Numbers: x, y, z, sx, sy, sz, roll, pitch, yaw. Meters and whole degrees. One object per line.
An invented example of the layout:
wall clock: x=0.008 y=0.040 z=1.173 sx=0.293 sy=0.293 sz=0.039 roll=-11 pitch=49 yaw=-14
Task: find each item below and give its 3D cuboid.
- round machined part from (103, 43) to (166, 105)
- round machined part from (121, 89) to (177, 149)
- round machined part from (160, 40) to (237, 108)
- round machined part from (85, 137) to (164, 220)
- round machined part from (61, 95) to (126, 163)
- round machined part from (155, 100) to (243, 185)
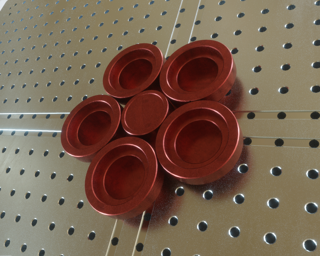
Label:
round machined part: x=-0.032 y=-0.075 z=0.461 sx=0.098 sy=0.042 sz=0.098 roll=-13 pitch=56 yaw=21
round machined part: x=-0.012 y=-0.011 z=0.411 sx=0.098 sy=0.042 sz=0.098 roll=-13 pitch=56 yaw=21
round machined part: x=0.052 y=-0.065 z=0.410 sx=0.098 sy=0.042 sz=0.098 roll=-13 pitch=56 yaw=21
round machined part: x=-0.039 y=0.063 z=0.379 sx=0.098 sy=0.042 sz=0.098 roll=-13 pitch=56 yaw=21
round machined part: x=-0.088 y=0.004 z=0.441 sx=0.098 sy=0.042 sz=0.098 roll=-13 pitch=56 yaw=21
round machined part: x=0.047 y=0.020 z=0.361 sx=0.098 sy=0.042 sz=0.098 roll=-13 pitch=56 yaw=21
